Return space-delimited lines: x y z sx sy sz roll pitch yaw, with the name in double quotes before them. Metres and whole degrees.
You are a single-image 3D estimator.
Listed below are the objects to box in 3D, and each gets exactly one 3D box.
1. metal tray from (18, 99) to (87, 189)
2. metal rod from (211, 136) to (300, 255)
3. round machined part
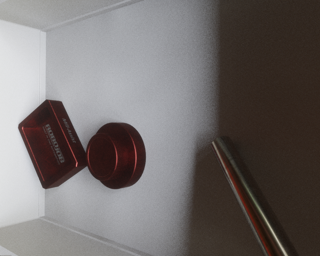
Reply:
"metal tray" -0.186 0.027 0.535 0.090 0.030 0.130 -35 74 23
"metal rod" 0.100 0.111 0.236 0.025 0.025 0.300 -54 32 26
"round machined part" -0.071 0.040 0.452 0.098 0.042 0.097 0 90 39
